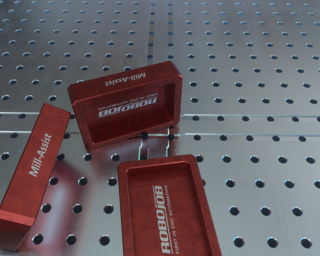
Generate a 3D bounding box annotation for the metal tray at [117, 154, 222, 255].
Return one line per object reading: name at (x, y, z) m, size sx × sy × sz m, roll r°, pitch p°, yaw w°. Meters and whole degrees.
metal tray at (0.005, 0.093, 0.326) m, size 0.091 × 0.030 × 0.130 m, roll -6°, pitch 50°, yaw -6°

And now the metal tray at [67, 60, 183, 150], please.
metal tray at (-0.039, -0.027, 0.387) m, size 0.131 × 0.090 × 0.030 m, roll -16°, pitch 52°, yaw -13°

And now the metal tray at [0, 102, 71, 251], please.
metal tray at (-0.135, 0.048, 0.322) m, size 0.030 × 0.090 × 0.130 m, roll 23°, pitch 47°, yaw -20°
